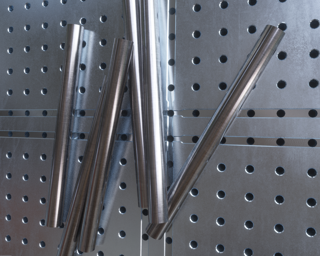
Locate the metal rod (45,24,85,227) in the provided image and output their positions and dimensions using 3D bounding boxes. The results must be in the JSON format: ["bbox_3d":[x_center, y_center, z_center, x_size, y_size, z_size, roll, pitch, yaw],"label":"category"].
[{"bbox_3d":[-0.143,-0.002,0.463,0.025,0.025,0.298,8,93,20],"label":"metal rod"}]

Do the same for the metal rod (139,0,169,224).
[{"bbox_3d":[-0.009,-0.032,0.402,0.025,0.025,0.299,-5,83,20],"label":"metal rod"}]

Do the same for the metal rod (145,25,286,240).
[{"bbox_3d":[0.064,0.013,0.390,0.025,0.025,0.299,32,100,17],"label":"metal rod"}]

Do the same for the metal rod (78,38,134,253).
[{"bbox_3d":[-0.077,0.030,0.426,0.025,0.025,0.298,15,100,19],"label":"metal rod"}]

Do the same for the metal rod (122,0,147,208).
[{"bbox_3d":[-0.029,-0.044,0.423,0.025,0.025,0.298,-5,88,20],"label":"metal rod"}]

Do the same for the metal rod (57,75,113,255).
[{"bbox_3d":[-0.107,0.072,0.450,0.025,0.025,0.298,18,96,19],"label":"metal rod"}]
